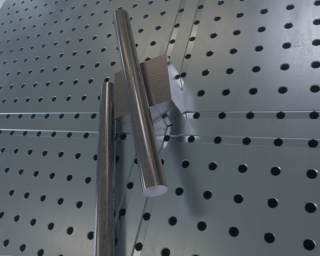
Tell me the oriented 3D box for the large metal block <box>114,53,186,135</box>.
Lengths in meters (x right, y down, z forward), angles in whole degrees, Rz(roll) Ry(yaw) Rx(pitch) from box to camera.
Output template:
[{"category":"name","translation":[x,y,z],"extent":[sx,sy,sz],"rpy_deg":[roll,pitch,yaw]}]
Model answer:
[{"category":"large metal block","translation":[-0.015,-0.045,0.427],"extent":[0.080,0.050,0.080],"rpy_deg":[-17,55,18]}]

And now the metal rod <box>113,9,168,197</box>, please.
[{"category":"metal rod","translation":[-0.033,-0.056,0.395],"extent":[0.025,0.025,0.299],"rpy_deg":[-24,53,14]}]

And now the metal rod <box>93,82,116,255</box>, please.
[{"category":"metal rod","translation":[-0.071,0.060,0.408],"extent":[0.025,0.025,0.299],"rpy_deg":[-17,55,18]}]
